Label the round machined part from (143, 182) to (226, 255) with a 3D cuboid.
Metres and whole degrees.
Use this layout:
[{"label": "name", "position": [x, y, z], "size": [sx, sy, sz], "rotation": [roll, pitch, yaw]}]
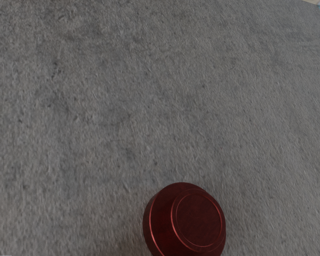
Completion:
[{"label": "round machined part", "position": [0.034, 0.107, 0.347], "size": [0.099, 0.042, 0.098], "rotation": [14, 56, -21]}]
